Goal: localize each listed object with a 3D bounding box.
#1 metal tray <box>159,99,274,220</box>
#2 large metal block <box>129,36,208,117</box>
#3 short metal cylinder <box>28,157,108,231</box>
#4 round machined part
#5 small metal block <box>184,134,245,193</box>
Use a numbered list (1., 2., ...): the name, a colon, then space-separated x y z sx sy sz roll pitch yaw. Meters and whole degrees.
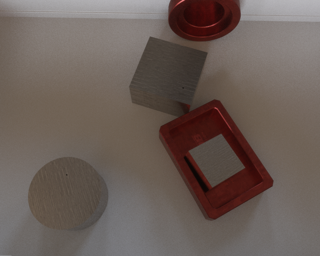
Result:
1. metal tray: 0.067 0.038 0.393 0.090 0.030 0.130 -27 73 -10
2. large metal block: 0.012 -0.067 0.421 0.080 0.050 0.080 17 71 6
3. short metal cylinder: -0.105 0.079 0.366 0.081 0.050 0.080 0 70 0
4. round machined part: 0.061 -0.168 0.433 0.099 0.098 0.042 1 70 0
5. small metal block: 0.065 0.042 0.376 0.050 0.025 0.050 -26 72 -22
